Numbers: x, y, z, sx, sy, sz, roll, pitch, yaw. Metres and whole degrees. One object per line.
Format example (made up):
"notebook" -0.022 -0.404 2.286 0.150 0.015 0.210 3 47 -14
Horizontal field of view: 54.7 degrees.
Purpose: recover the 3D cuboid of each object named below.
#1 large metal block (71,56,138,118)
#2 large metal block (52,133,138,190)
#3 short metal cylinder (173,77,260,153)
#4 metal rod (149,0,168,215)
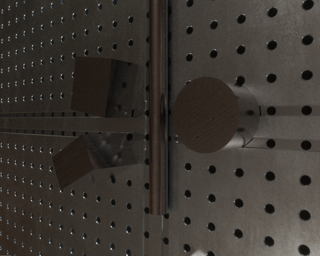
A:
"large metal block" -0.084 -0.060 0.460 0.080 0.050 0.079 13 98 39
"large metal block" -0.094 0.047 0.449 0.080 0.081 0.050 -32 70 35
"short metal cylinder" 0.061 -0.013 0.341 0.080 0.050 0.079 0 90 39
"metal rod" -0.002 -0.037 0.408 0.025 0.025 0.298 0 90 39
